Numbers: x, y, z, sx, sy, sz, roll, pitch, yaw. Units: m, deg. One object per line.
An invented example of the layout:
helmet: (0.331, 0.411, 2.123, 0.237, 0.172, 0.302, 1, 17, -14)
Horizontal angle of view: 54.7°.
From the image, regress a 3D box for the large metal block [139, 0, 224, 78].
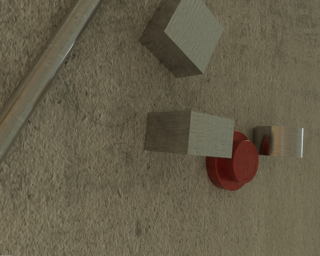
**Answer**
large metal block: (0.031, -0.126, 0.416, 0.080, 0.050, 0.080, 39, 66, -33)

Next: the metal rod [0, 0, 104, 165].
metal rod: (-0.116, -0.057, 0.308, 0.025, 0.025, 0.300, 38, 67, -34)

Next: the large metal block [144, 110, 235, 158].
large metal block: (0.038, 0.009, 0.403, 0.081, 0.080, 0.050, 9, 85, -40)

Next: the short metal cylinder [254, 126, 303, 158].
short metal cylinder: (0.209, 0.024, 0.548, 0.081, 0.080, 0.050, 6, 87, -40)

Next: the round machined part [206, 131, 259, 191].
round machined part: (0.123, 0.053, 0.500, 0.099, 0.042, 0.097, 0, 90, -40)
